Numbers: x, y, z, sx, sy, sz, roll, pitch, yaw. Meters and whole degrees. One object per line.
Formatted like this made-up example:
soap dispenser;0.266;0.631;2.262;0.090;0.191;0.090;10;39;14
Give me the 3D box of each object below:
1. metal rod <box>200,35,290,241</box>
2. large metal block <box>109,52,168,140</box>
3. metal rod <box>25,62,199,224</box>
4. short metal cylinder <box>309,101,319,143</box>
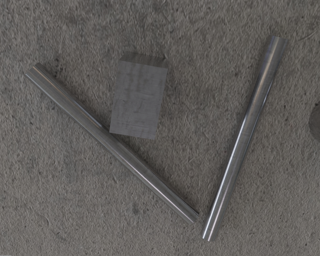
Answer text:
metal rod;0.108;0.027;0.420;0.025;0.025;0.298;13;110;-5
large metal block;-0.024;-0.042;0.365;0.050;0.080;0.079;9;110;-4
metal rod;-0.054;0.030;0.420;0.025;0.025;0.300;-42;105;14
short metal cylinder;0.243;-0.003;0.397;0.081;0.050;0.079;0;110;0
